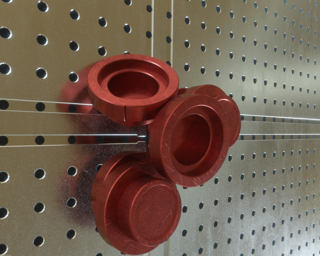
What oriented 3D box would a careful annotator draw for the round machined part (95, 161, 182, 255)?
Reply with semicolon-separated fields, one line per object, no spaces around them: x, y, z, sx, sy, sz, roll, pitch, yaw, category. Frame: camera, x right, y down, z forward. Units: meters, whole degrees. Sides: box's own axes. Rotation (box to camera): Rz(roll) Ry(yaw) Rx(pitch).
-0.015;0.085;0.329;0.099;0.042;0.097;0;90;-40;round machined part

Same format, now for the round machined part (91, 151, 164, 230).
-0.024;0.076;0.350;0.099;0.042;0.097;0;90;-40;round machined part

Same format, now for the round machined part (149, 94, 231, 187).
0.028;0.011;0.337;0.099;0.042;0.097;-8;103;-36;round machined part

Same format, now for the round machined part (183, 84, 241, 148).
0.066;-0.007;0.397;0.099;0.042;0.097;1;89;-40;round machined part

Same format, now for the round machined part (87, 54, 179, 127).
-0.030;-0.039;0.347;0.099;0.098;0.042;-34;147;-35;round machined part

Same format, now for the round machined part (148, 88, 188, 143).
0.036;-0.003;0.400;0.099;0.042;0.097;0;90;-40;round machined part
